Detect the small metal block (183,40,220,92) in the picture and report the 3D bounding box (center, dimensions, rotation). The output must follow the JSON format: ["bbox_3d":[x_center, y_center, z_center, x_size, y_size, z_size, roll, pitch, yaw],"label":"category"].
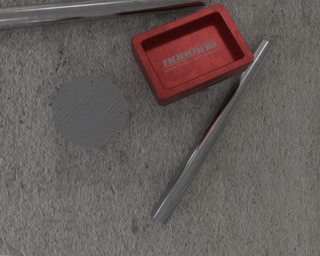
[{"bbox_3d":[0.063,-0.087,0.432,0.050,0.025,0.050,44,76,-15],"label":"small metal block"}]

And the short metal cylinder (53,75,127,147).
[{"bbox_3d":[-0.084,-0.019,0.365,0.081,0.050,0.079,0,90,-20],"label":"short metal cylinder"}]

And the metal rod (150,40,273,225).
[{"bbox_3d":[0.078,-0.002,0.437,0.025,0.025,0.300,37,78,-17],"label":"metal rod"}]

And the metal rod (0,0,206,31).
[{"bbox_3d":[-0.081,-0.144,0.378,0.302,0.025,0.025,-14,95,-20],"label":"metal rod"}]

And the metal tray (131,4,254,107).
[{"bbox_3d":[0.040,-0.094,0.395,0.131,0.030,0.090,-24,79,-9],"label":"metal tray"}]
